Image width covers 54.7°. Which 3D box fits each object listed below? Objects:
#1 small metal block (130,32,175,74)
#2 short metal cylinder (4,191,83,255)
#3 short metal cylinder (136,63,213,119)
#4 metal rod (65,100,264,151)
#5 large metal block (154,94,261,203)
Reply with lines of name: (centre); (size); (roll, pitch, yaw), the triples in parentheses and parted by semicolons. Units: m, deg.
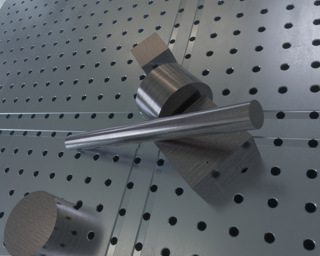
small metal block: (-0.012, -0.115, 0.486); (0.050, 0.025, 0.050); (-35, 51, 5)
short metal cylinder: (-0.146, 0.126, 0.392); (0.080, 0.050, 0.080); (-13, 56, 21)
short metal cylinder: (0.018, -0.033, 0.384); (0.080, 0.080, 0.050); (-42, 51, -1)
metal rod: (-0.026, 0.005, 0.360); (0.300, 0.025, 0.025); (-9, 56, 44)
large metal block: (0.052, 0.022, 0.352); (0.080, 0.050, 0.080); (-41, 51, 0)
